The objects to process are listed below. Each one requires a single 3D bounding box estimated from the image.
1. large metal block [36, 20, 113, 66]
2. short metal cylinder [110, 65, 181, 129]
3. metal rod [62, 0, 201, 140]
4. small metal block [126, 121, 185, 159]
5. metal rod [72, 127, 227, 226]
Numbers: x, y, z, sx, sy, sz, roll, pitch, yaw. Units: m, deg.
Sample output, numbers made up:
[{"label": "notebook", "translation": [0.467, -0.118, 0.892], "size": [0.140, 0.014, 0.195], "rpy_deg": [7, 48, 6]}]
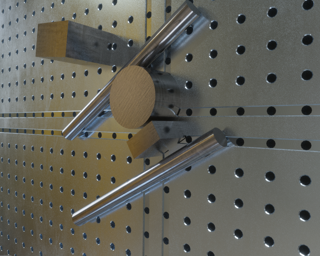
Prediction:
[{"label": "large metal block", "translation": [-0.132, -0.129, 0.480], "size": [0.080, 0.081, 0.050], "rpy_deg": [11, 97, 39]}, {"label": "short metal cylinder", "translation": [-0.020, -0.039, 0.408], "size": [0.080, 0.050, 0.079], "rpy_deg": [0, 90, 39]}, {"label": "metal rod", "translation": [-0.059, -0.067, 0.455], "size": [0.299, 0.025, 0.025], "rpy_deg": [-38, 67, 33]}, {"label": "small metal block", "translation": [-0.005, 0.015, 0.396], "size": [0.050, 0.050, 0.025], "rpy_deg": [-39, 67, 33]}, {"label": "metal rod", "translation": [-0.034, 0.081, 0.434], "size": [0.299, 0.025, 0.025], "rpy_deg": [-35, 69, 34]}]
